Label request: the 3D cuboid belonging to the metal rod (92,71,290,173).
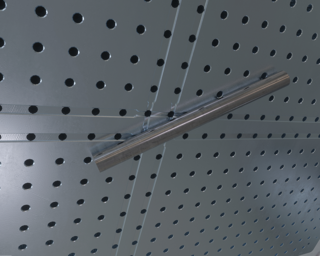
[{"bbox_3d":[0.052,-0.014,0.429,0.302,0.025,0.025,-24,127,-14],"label":"metal rod"}]
